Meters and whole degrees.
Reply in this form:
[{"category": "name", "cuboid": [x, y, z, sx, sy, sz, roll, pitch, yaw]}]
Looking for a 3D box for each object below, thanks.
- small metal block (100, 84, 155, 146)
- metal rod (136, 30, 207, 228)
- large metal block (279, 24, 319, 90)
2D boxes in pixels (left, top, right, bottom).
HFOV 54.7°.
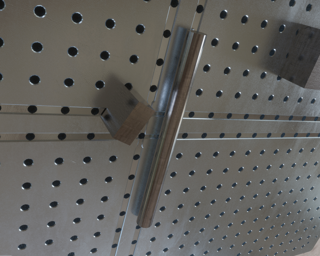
[{"category": "small metal block", "cuboid": [-0.039, -0.016, 0.364, 0.025, 0.050, 0.050, 29, 102, -38]}, {"category": "metal rod", "cuboid": [0.009, 0.018, 0.427, 0.025, 0.025, 0.298, 0, 118, -29]}, {"category": "large metal block", "cuboid": [0.239, -0.103, 0.462, 0.081, 0.050, 0.079, 1, 118, -29]}]
